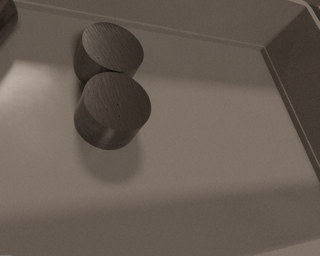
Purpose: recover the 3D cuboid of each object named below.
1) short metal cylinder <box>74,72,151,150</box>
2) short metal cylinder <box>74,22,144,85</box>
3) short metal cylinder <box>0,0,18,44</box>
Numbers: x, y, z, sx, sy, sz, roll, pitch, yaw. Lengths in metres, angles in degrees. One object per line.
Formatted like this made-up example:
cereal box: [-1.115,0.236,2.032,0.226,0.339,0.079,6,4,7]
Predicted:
short metal cylinder: [-0.058,-0.020,0.372,0.081,0.050,0.080,14,56,-21]
short metal cylinder: [-0.068,-0.092,0.410,0.081,0.050,0.080,14,56,-21]
short metal cylinder: [-0.206,-0.124,0.335,0.080,0.080,0.050,25,53,-13]
